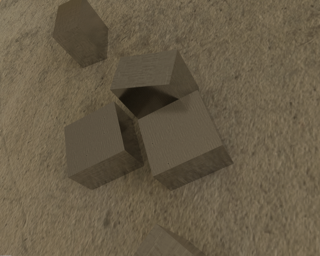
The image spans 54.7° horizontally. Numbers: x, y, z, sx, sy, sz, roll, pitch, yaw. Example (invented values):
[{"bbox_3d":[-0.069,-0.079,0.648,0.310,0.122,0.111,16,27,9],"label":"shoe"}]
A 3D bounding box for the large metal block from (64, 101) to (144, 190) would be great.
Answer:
[{"bbox_3d":[-0.076,0.024,0.411,0.080,0.050,0.080,-26,53,11],"label":"large metal block"}]

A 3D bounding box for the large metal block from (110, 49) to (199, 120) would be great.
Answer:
[{"bbox_3d":[-0.004,-0.051,0.400,0.080,0.080,0.050,-1,61,27],"label":"large metal block"}]

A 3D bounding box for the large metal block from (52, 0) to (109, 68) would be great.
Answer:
[{"bbox_3d":[-0.134,-0.166,0.539,0.050,0.080,0.080,-16,55,19],"label":"large metal block"}]

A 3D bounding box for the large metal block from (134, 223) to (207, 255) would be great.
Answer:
[{"bbox_3d":[0.026,0.137,0.270,0.080,0.080,0.050,30,78,37],"label":"large metal block"}]

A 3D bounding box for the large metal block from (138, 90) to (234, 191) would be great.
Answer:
[{"bbox_3d":[0.028,0.015,0.363,0.080,0.050,0.080,-26,53,11],"label":"large metal block"}]
